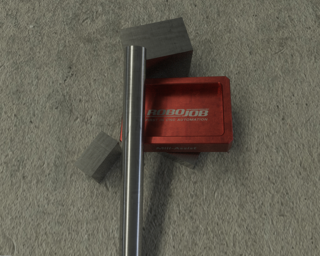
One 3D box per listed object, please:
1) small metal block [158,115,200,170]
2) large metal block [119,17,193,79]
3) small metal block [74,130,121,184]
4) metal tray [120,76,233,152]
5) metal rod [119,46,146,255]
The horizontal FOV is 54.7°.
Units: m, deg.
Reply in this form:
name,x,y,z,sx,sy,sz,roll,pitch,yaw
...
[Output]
name,x,y,z,sx,sy,sz,roll,pitch,yaw
small metal block,0.030,0.019,0.402,0.050,0.025,0.050,25,72,8
large metal block,-0.005,-0.094,0.413,0.081,0.080,0.050,-13,71,-5
small metal block,-0.073,0.037,0.380,0.025,0.050,0.050,33,73,11
metal tray,0.021,-0.017,0.384,0.131,0.030,0.090,-1,66,7
metal rod,-0.031,0.059,0.343,0.025,0.025,0.298,1,86,0
